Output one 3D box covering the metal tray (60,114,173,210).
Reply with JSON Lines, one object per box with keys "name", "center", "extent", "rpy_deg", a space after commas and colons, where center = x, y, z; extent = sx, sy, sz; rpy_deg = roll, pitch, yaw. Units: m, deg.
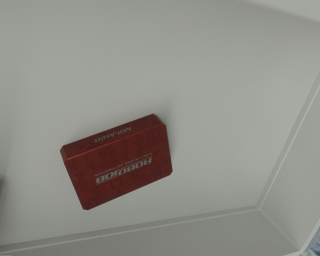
{"name": "metal tray", "center": [-0.052, 0.044, 0.406], "extent": [0.131, 0.030, 0.089], "rpy_deg": [-21, 127, -17]}
